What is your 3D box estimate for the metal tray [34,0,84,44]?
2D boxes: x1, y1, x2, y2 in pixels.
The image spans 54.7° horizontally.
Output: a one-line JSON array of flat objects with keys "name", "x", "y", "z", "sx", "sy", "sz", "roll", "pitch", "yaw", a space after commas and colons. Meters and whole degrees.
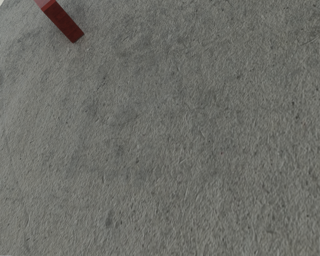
[{"name": "metal tray", "x": -0.210, "y": -0.232, "z": 0.614, "sx": 0.030, "sy": 0.090, "sz": 0.130, "roll": -42, "pitch": 51, "yaw": 0}]
